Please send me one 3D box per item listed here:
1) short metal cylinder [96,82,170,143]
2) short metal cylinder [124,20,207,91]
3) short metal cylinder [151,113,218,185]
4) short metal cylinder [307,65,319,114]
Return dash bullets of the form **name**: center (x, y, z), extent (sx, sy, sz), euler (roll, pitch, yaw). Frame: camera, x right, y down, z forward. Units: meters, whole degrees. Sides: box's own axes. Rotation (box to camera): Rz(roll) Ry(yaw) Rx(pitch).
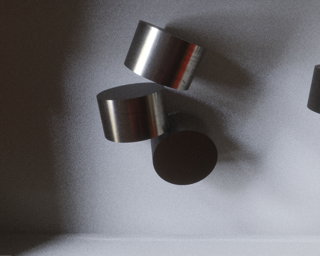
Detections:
- **short metal cylinder**: center (-0.031, -0.021, 0.374), extent (0.080, 0.080, 0.050), euler (-7, 110, 2)
- **short metal cylinder**: center (0.006, -0.082, 0.351), extent (0.080, 0.080, 0.050), euler (21, 109, -8)
- **short metal cylinder**: center (0.029, 0.027, 0.402), extent (0.081, 0.050, 0.079), euler (-2, 117, -4)
- **short metal cylinder**: center (0.223, -0.045, 0.367), extent (0.081, 0.080, 0.050), euler (1, 110, -1)
